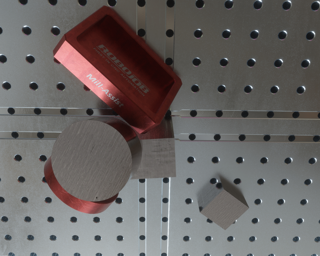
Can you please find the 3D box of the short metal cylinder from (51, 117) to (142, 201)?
[{"bbox_3d":[-0.063,0.029,0.322,0.080,0.050,0.079,1,96,7],"label":"short metal cylinder"}]

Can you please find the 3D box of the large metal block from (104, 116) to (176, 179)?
[{"bbox_3d":[-0.023,0.023,0.392,0.081,0.080,0.050,-3,110,1],"label":"large metal block"}]

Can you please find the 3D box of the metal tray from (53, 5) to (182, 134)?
[{"bbox_3d":[-0.041,-0.067,0.351,0.130,0.090,0.030,43,134,-15],"label":"metal tray"}]

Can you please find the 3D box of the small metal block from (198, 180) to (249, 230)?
[{"bbox_3d":[0.093,0.114,0.457,0.050,0.025,0.050,37,106,-13],"label":"small metal block"}]

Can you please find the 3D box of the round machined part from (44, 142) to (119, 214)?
[{"bbox_3d":[-0.091,0.056,0.393,0.098,0.098,0.042,38,108,-13],"label":"round machined part"}]
